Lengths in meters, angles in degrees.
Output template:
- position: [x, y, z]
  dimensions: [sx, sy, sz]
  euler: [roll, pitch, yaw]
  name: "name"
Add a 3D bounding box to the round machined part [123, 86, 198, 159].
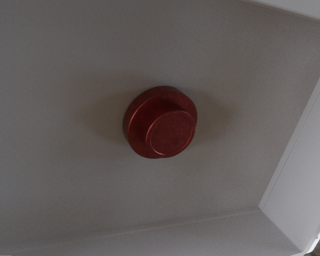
- position: [0.006, -0.001, 0.396]
  dimensions: [0.099, 0.042, 0.097]
  euler: [-14, 124, -21]
  name: "round machined part"
